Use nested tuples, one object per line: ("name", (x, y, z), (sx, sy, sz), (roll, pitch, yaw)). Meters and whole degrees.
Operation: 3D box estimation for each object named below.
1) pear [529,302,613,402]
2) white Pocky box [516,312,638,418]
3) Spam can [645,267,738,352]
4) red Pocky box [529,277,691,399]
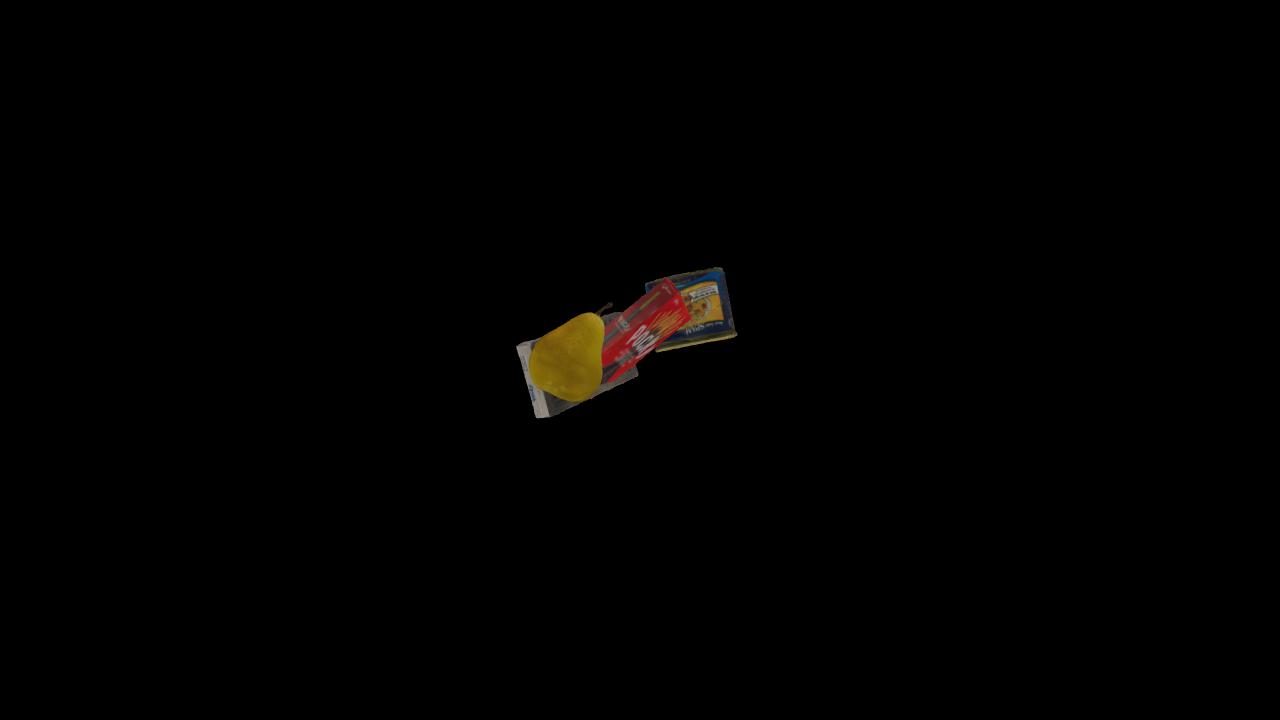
("pear", (-0.068, -0.015, 0.638), (0.080, 0.111, 0.080), (21, 0, 0))
("white Pocky box", (-0.065, 0.002, 0.692), (0.028, 0.084, 0.154), (-7, 11, 39))
("Spam can", (0.060, -0.061, 0.750), (0.101, 0.085, 0.058), (-11, -2, 2))
("red Pocky box", (-0.015, -0.021, 0.681), (0.155, 0.028, 0.083), (-39, -23, 1))
